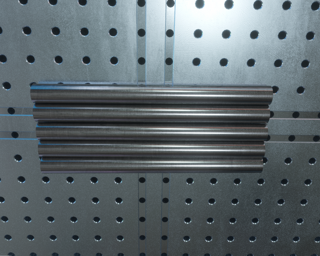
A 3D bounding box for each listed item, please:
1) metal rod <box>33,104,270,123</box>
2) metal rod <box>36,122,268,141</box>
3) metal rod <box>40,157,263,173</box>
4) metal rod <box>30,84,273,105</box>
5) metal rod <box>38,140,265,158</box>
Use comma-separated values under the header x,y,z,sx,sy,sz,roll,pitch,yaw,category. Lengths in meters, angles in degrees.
x,y,z,sx,sy,sz,roll,pitch,yaw,category
-0.010,-0.020,0.406,0.302,0.025,0.025,0,110,-1,metal rod
-0.010,0.005,0.415,0.302,0.025,0.025,0,110,-1,metal rod
-0.010,0.050,0.432,0.302,0.025,0.025,0,110,-1,metal rod
-0.009,-0.043,0.397,0.302,0.025,0.025,0,110,-1,metal rod
-0.010,0.028,0.423,0.302,0.025,0.025,0,110,-1,metal rod
